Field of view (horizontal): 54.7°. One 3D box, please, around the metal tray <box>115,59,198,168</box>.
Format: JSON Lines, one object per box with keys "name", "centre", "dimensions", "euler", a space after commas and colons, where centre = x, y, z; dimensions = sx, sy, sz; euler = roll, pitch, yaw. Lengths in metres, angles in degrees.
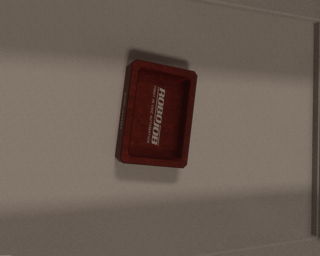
{"name": "metal tray", "centre": [-0.004, -0.016, 0.407], "dimensions": [0.091, 0.030, 0.129], "euler": [8, 87, -20]}
